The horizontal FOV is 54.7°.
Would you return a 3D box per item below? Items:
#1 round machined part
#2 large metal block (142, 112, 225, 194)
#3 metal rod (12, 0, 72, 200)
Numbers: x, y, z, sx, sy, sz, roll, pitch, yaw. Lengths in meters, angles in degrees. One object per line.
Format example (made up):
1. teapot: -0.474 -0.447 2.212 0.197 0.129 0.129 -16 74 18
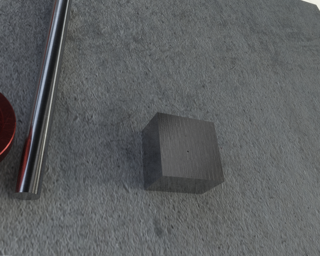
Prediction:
1. round machined part: -0.190 0.004 0.289 0.099 0.042 0.098 14 56 -21
2. large metal block: 0.026 0.033 0.383 0.081 0.050 0.080 9 58 -24
3. metal rod: -0.133 -0.064 0.371 0.025 0.025 0.299 12 57 -23
